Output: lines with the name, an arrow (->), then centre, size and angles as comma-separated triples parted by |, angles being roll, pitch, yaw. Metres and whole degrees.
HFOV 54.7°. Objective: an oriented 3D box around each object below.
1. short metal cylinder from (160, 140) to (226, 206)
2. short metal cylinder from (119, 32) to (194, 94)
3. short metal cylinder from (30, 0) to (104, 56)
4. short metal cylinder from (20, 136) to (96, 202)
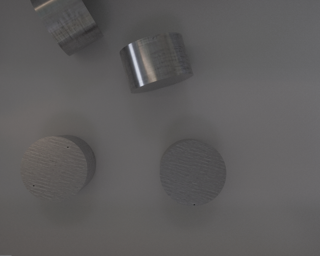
short metal cylinder -> 0.040, 0.055, 0.399 | 0.081, 0.050, 0.080 | 0, 90, 0
short metal cylinder -> -0.004, -0.078, 0.384 | 0.080, 0.080, 0.050 | -16, 90, 0
short metal cylinder -> -0.113, -0.137, 0.383 | 0.050, 0.080, 0.080 | -31, 90, 0
short metal cylinder -> -0.128, 0.049, 0.398 | 0.081, 0.050, 0.080 | 0, 90, 0
